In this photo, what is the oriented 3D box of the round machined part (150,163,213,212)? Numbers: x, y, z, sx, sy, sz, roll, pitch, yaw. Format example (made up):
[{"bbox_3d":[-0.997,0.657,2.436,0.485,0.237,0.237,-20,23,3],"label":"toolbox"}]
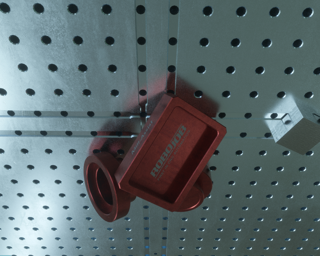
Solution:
[{"bbox_3d":[0.032,0.093,0.480,0.099,0.042,0.097,0,130,0],"label":"round machined part"}]

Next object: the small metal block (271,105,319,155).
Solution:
[{"bbox_3d":[0.189,0.004,0.417,0.050,0.025,0.050,23,127,-18],"label":"small metal block"}]

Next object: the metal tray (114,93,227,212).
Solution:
[{"bbox_3d":[0.014,0.032,0.394,0.090,0.030,0.130,31,93,-24],"label":"metal tray"}]

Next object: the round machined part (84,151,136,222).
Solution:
[{"bbox_3d":[-0.068,0.080,0.444,0.042,0.098,0.097,-15,140,-36],"label":"round machined part"}]
